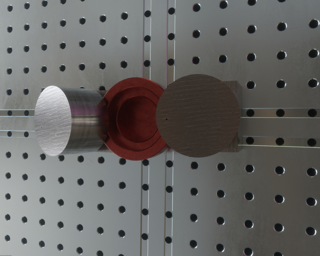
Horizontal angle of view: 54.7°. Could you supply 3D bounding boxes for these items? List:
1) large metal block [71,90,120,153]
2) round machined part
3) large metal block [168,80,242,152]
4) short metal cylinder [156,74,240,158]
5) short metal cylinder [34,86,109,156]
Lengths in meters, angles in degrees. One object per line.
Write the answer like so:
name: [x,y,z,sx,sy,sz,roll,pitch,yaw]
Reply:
large metal block: [-0.085,-0.009,0.429,0.080,0.050,0.080,1,90,20]
round machined part: [-0.023,-0.011,0.380,0.098,0.042,0.097,0,90,20]
large metal block: [0.057,-0.012,0.379,0.080,0.050,0.080,-1,90,20]
short metal cylinder: [0.036,-0.012,0.319,0.081,0.050,0.080,0,90,0]
short metal cylinder: [-0.106,-0.008,0.370,0.080,0.050,0.079,1,92,41]
